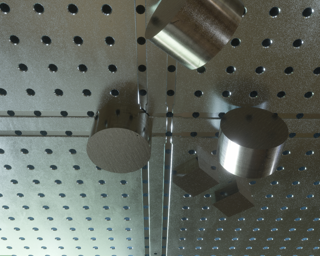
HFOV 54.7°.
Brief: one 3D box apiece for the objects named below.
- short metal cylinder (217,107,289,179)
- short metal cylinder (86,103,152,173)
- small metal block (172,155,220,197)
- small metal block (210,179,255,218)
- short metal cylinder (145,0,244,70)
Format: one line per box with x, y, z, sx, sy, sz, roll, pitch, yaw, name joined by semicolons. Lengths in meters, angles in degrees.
0.114;0.017;0.391;0.080;0.080;0.050;-1;130;1;short metal cylinder
-0.051;0.014;0.407;0.081;0.050;0.079;0;130;0;short metal cylinder
0.054;0.075;0.476;0.050;0.025;0.050;-35;122;26;small metal block
0.119;0.117;0.513;0.050;0.025;0.050;-33;123;24;small metal block
0.030;-0.102;0.289;0.050;0.080;0.080;32;123;-24;short metal cylinder
